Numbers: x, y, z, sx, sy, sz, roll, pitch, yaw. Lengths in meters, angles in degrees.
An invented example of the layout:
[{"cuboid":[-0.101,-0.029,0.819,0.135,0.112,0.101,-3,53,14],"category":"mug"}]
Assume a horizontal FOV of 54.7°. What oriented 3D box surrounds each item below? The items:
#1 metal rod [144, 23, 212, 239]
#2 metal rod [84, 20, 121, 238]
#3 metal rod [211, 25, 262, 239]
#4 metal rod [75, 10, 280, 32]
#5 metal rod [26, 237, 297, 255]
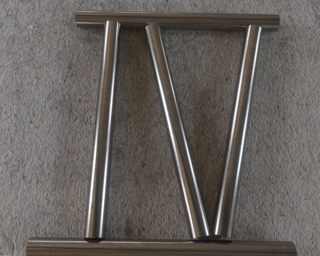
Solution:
[{"cuboid":[0.018,-0.010,0.412,0.025,0.025,0.299,-11,70,-4],"category":"metal rod"},{"cuboid":[-0.073,-0.013,0.412,0.025,0.025,0.299,1,70,0],"category":"metal rod"},{"cuboid":[0.106,-0.010,0.413,0.025,0.025,0.299,13,70,4],"category":"metal rod"},{"cuboid":[0.026,-0.162,0.469,0.302,0.025,0.025,1,70,0],"category":"metal rod"},{"cuboid":[0.002,0.141,0.357,0.302,0.025,0.025,1,70,0],"category":"metal rod"}]
